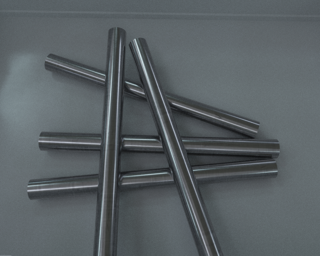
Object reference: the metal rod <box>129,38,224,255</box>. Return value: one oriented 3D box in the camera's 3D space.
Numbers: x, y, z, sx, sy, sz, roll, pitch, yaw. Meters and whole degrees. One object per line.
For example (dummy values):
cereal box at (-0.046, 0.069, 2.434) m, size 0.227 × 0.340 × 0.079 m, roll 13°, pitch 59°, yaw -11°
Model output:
metal rod at (0.015, 0.019, 0.375) m, size 0.025 × 0.025 × 0.299 m, roll -17°, pitch 71°, yaw -6°

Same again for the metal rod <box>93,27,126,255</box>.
metal rod at (-0.059, 0.009, 0.377) m, size 0.025 × 0.025 × 0.299 m, roll 0°, pitch 70°, yaw 0°

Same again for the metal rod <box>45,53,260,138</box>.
metal rod at (-0.015, -0.045, 0.424) m, size 0.301 × 0.025 × 0.025 m, roll 19°, pitch 71°, yaw 6°

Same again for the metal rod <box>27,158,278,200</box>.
metal rod at (-0.007, 0.063, 0.385) m, size 0.302 × 0.025 × 0.025 m, roll -5°, pitch 70°, yaw -2°

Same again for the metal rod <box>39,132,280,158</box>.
metal rod at (-0.001, 0.022, 0.400) m, size 0.302 × 0.025 × 0.025 m, roll 2°, pitch 70°, yaw 0°
